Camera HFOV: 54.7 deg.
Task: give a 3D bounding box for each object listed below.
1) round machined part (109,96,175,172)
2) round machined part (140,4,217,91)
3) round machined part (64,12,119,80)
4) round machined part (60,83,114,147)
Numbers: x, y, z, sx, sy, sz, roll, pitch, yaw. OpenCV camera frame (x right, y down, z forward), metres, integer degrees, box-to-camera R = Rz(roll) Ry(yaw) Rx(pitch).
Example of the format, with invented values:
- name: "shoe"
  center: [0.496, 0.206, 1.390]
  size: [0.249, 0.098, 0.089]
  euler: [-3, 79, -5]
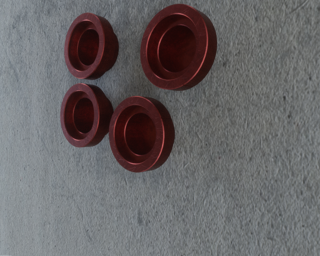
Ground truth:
- name: "round machined part"
  center: [-0.019, 0.008, 0.410]
  size: [0.098, 0.042, 0.097]
  euler: [0, 90, 40]
- name: "round machined part"
  center: [0.026, -0.093, 0.372]
  size: [0.098, 0.042, 0.097]
  euler: [0, 90, 40]
- name: "round machined part"
  center: [-0.102, -0.123, 0.478]
  size: [0.098, 0.042, 0.097]
  euler: [0, 90, 40]
- name: "round machined part"
  center: [-0.110, -0.019, 0.485]
  size: [0.098, 0.042, 0.097]
  euler: [0, 90, 40]
